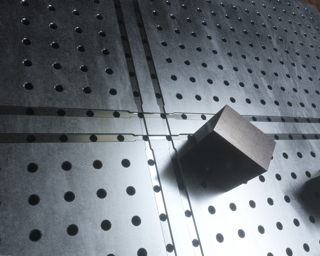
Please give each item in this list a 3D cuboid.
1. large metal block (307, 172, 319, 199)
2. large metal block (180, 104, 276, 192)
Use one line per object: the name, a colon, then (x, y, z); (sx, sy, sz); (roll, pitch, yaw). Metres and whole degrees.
large metal block: (0.296, 0.094, 0.478); (0.050, 0.080, 0.080); (-21, 73, -36)
large metal block: (0.088, 0.029, 0.404); (0.080, 0.080, 0.050); (37, 51, -4)
